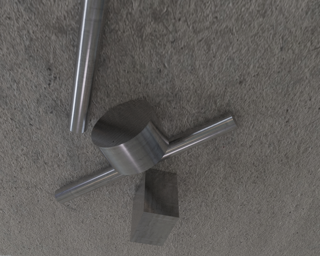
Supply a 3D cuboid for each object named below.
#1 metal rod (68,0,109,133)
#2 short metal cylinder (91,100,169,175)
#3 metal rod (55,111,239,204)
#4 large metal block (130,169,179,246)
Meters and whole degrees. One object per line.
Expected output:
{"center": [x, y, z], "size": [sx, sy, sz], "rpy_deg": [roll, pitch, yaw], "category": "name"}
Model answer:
{"center": [-0.067, -0.111, 0.311], "size": [0.025, 0.025, 0.298], "rpy_deg": [12, 129, -10], "category": "metal rod"}
{"center": [-0.036, 0.011, 0.380], "size": [0.080, 0.080, 0.050], "rpy_deg": [-18, 128, 14], "category": "short metal cylinder"}
{"center": [-0.032, 0.049, 0.448], "size": [0.300, 0.025, 0.025], "rpy_deg": [-25, 126, 20], "category": "metal rod"}
{"center": [-0.009, 0.121, 0.474], "size": [0.050, 0.080, 0.079], "rpy_deg": [13, 129, -11], "category": "large metal block"}
